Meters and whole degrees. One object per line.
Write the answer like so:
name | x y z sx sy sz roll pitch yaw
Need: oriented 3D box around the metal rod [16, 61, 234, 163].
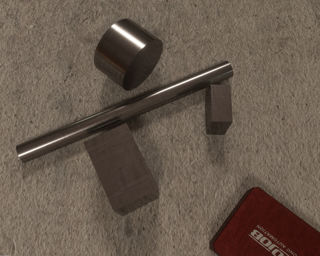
metal rod | -0.040 -0.025 0.416 0.302 0.025 0.025 -23 72 -9

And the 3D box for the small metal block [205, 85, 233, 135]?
small metal block | 0.075 -0.023 0.404 0.025 0.050 0.050 1 70 0

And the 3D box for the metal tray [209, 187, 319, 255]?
metal tray | 0.135 0.142 0.355 0.130 0.030 0.090 37 74 12

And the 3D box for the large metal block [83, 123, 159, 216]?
large metal block | -0.042 0.052 0.360 0.050 0.080 0.080 -25 72 -9

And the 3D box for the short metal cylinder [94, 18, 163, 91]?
short metal cylinder | -0.041 -0.097 0.414 0.050 0.080 0.080 38 74 12
